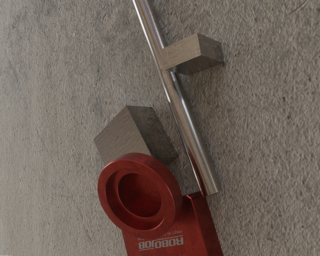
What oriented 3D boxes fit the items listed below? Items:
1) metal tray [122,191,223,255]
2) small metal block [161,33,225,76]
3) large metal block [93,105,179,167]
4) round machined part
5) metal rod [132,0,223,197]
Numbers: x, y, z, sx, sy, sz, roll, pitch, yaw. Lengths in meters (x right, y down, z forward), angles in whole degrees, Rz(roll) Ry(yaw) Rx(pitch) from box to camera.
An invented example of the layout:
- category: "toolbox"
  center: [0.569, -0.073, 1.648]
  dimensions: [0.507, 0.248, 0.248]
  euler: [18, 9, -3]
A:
- category: "metal tray"
  center: [0.009, 0.140, 0.395]
  dimensions: [0.130, 0.030, 0.090]
  euler: [-25, 74, 37]
- category: "small metal block"
  center: [0.038, -0.083, 0.357]
  dimensions: [0.050, 0.050, 0.025]
  euler: [-15, 81, 39]
- category: "large metal block"
  center: [-0.034, 0.026, 0.417]
  dimensions: [0.080, 0.050, 0.080]
  euler: [-42, 65, 32]
- category: "round machined part"
  center: [-0.019, 0.073, 0.357]
  dimensions: [0.098, 0.042, 0.097]
  euler: [9, 111, 24]
- category: "metal rod"
  center: [0.013, -0.061, 0.393]
  dimensions: [0.025, 0.025, 0.299]
  euler: [-30, 72, 36]
